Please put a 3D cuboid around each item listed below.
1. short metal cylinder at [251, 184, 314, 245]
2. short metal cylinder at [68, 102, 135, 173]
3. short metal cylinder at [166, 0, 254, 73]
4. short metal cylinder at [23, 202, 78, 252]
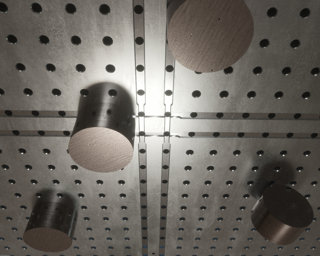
[{"bbox_3d":[0.194,0.138,0.496,0.081,0.080,0.050,8,130,-8],"label":"short metal cylinder"},{"bbox_3d":[-0.074,0.013,0.405,0.081,0.050,0.079,-1,130,0],"label":"short metal cylinder"},{"bbox_3d":[0.047,-0.103,0.309,0.081,0.050,0.079,0,130,0],"label":"short metal cylinder"},{"bbox_3d":[-0.189,0.173,0.540,0.081,0.050,0.079,0,130,0],"label":"short metal cylinder"}]
